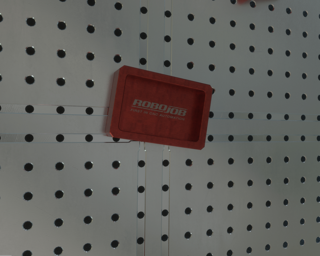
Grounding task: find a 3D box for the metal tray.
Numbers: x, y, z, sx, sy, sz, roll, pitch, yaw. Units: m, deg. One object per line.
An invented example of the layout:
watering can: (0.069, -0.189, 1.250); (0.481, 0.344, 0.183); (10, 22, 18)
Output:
metal tray: (0.001, -0.024, 0.411); (0.131, 0.030, 0.089); (9, 87, -20)
